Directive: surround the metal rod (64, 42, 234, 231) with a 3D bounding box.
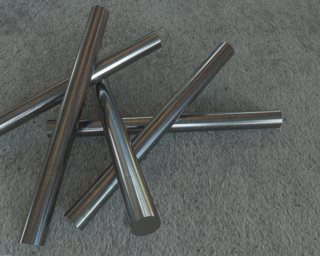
[{"bbox_3d":[0.002,-0.006,0.378,0.025,0.025,0.301,31,65,23],"label":"metal rod"}]

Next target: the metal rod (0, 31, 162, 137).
[{"bbox_3d":[-0.131,-0.046,0.404,0.301,0.025,0.025,-32,56,-11],"label":"metal rod"}]

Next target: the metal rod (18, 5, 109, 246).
[{"bbox_3d":[-0.104,-0.021,0.364,0.025,0.025,0.299,7,67,6],"label":"metal rod"}]

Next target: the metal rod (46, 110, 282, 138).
[{"bbox_3d":[0.007,-0.006,0.407,0.302,0.025,0.025,-3,50,-3],"label":"metal rod"}]

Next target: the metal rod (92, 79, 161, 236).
[{"bbox_3d":[-0.056,-0.006,0.366,0.025,0.025,0.300,-14,39,-11],"label":"metal rod"}]
